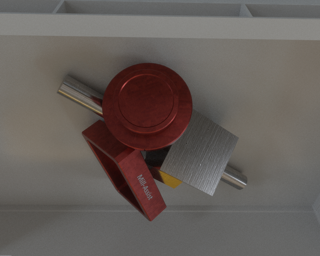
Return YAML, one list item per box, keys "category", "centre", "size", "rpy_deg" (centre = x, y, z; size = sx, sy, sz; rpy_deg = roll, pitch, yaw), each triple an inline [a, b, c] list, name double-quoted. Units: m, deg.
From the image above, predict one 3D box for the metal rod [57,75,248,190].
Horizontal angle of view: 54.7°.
- category: "metal rod"
  centre: [0.006, 0.016, 0.421]
  size: [0.301, 0.025, 0.025]
  rpy_deg: [29, 124, -23]

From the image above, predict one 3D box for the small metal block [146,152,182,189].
- category: "small metal block"
  centre: [0.008, 0.049, 0.432]
  size: [0.050, 0.050, 0.025]
  rpy_deg: [31, 123, -24]

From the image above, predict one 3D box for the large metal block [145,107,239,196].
- category: "large metal block"
  centre: [0.039, 0.028, 0.389]
  size: [0.080, 0.050, 0.080]
  rpy_deg: [30, 81, -23]

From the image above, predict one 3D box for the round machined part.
- category: "round machined part"
  centre: [-0.014, -0.025, 0.335]
  size: [0.099, 0.097, 0.042]
  rpy_deg: [-1, 171, 0]

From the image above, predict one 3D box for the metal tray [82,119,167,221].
- category: "metal tray"
  centre: [-0.046, 0.058, 0.415]
  size: [0.030, 0.090, 0.129]
  rpy_deg: [-39, 132, -21]
